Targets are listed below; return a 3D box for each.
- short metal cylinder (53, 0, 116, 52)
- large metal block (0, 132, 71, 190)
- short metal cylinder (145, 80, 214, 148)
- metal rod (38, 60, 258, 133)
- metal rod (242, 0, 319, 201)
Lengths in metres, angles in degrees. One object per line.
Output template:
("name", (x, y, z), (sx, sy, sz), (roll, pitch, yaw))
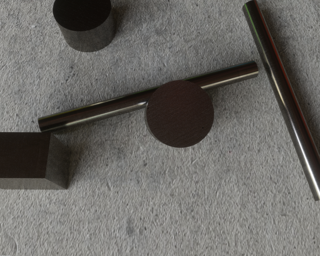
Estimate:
("short metal cylinder", (-0.108, -0.159, 0.452), (0.081, 0.050, 0.080), (0, 70, 0))
("large metal block", (-0.158, 0.041, 0.363), (0.081, 0.080, 0.050), (0, 70, 0))
("short metal cylinder", (0.022, -0.016, 0.388), (0.081, 0.050, 0.080), (0, 89, -6))
("metal rod", (-0.011, -0.043, 0.423), (0.302, 0.025, 0.025), (-16, 71, -6))
("metal rod", (0.171, -0.051, 0.427), (0.025, 0.025, 0.299), (-11, 70, -4))
